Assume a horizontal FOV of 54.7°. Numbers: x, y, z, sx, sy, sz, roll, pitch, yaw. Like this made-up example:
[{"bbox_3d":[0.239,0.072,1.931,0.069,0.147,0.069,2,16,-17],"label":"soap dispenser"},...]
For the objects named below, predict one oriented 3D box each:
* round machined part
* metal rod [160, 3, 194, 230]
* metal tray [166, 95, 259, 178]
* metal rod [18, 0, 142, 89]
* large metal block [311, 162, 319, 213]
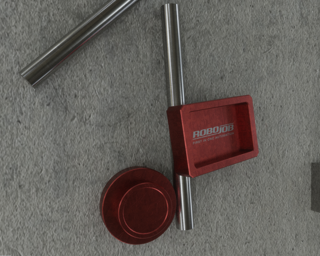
[{"bbox_3d":[-0.024,0.100,0.392,0.099,0.042,0.097,0,90,-20],"label":"round machined part"},{"bbox_3d":[0.024,-0.013,0.418,0.025,0.025,0.298,-5,92,-20],"label":"metal rod"},{"bbox_3d":[0.075,0.007,0.418,0.131,0.030,0.089,-11,95,-34],"label":"metal tray"},{"bbox_3d":[-0.049,-0.157,0.391,0.301,0.025,0.025,-45,105,-15],"label":"metal rod"},{"bbox_3d":[0.300,0.098,0.509,0.081,0.050,0.079,1,90,-21],"label":"large metal block"}]
